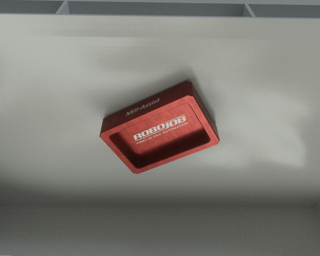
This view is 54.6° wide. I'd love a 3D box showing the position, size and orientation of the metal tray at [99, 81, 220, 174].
[{"bbox_3d":[0.000,0.004,0.405,0.130,0.030,0.090,-23,127,17],"label":"metal tray"}]
